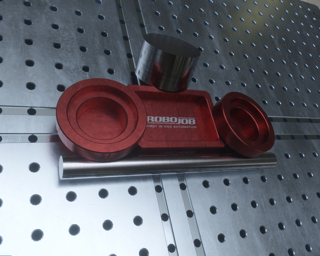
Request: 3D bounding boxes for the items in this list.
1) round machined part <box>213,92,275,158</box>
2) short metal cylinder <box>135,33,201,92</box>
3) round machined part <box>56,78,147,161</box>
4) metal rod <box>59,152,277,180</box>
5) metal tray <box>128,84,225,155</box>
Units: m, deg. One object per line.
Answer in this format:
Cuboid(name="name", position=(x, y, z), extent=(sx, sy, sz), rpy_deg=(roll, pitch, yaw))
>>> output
Cuboid(name="round machined part", position=(0.115, -0.001, 0.448), extent=(0.099, 0.042, 0.098), rpy_deg=(20, 50, -25))
Cuboid(name="short metal cylinder", position=(0.010, -0.092, 0.430), extent=(0.081, 0.050, 0.080), rpy_deg=(14, 31, -8))
Cuboid(name="round machined part", position=(-0.067, -0.006, 0.354), extent=(0.099, 0.042, 0.098), rpy_deg=(9, 57, -14))
Cuboid(name="metal rod", position=(0.031, 0.045, 0.392), extent=(0.303, 0.025, 0.025), rpy_deg=(2, 61, -28))
Cuboid(name="metal tray", position=(0.017, -0.009, 0.414), extent=(0.131, 0.030, 0.090), rpy_deg=(1, 62, -28))
